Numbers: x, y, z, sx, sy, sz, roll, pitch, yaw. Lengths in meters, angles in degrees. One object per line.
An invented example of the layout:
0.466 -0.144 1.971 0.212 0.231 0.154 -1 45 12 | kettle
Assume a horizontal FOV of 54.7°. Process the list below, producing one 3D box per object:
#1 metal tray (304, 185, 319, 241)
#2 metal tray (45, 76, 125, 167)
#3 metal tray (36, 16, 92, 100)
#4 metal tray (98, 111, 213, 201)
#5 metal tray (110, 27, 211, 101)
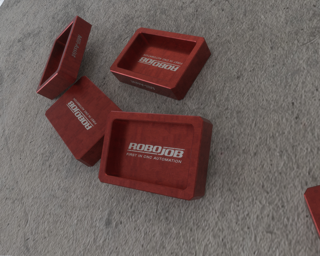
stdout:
0.182 0.102 0.243 0.090 0.030 0.130 -19 54 17 | metal tray
-0.110 -0.015 0.468 0.090 0.030 0.130 -45 51 -4 | metal tray
-0.167 -0.123 0.542 0.090 0.030 0.130 -24 49 43 | metal tray
-0.008 0.029 0.368 0.130 0.030 0.090 5 84 30 | metal tray
-0.002 -0.100 0.462 0.130 0.030 0.090 22 73 36 | metal tray
